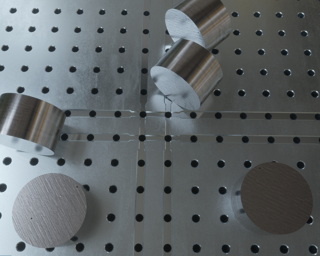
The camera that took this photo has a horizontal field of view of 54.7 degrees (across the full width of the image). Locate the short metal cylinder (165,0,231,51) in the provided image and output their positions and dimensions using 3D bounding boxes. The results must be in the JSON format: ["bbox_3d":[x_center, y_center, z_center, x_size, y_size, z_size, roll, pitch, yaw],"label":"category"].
[{"bbox_3d":[0.053,-0.145,0.436,0.050,0.080,0.080,-41,75,-13],"label":"short metal cylinder"}]

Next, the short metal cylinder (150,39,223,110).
[{"bbox_3d":[0.035,-0.069,0.408,0.080,0.080,0.050,36,74,12],"label":"short metal cylinder"}]

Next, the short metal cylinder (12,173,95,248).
[{"bbox_3d":[-0.121,0.097,0.362,0.081,0.050,0.080,0,70,0],"label":"short metal cylinder"}]

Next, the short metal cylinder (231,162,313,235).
[{"bbox_3d":[0.130,0.085,0.369,0.081,0.050,0.080,0,70,0],"label":"short metal cylinder"}]

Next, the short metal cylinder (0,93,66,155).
[{"bbox_3d":[-0.163,-0.002,0.381,0.080,0.080,0.050,10,71,3],"label":"short metal cylinder"}]
